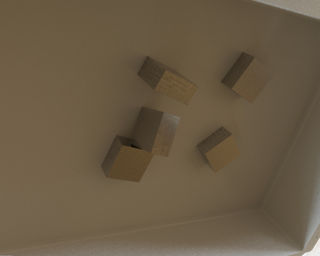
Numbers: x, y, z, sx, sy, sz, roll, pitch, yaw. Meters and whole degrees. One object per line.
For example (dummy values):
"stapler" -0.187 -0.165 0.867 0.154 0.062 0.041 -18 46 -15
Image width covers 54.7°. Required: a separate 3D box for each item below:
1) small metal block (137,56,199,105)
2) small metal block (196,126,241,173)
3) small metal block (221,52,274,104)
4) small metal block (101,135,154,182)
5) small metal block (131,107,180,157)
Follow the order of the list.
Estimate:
"small metal block" 0.009 -0.056 0.363 0.050 0.050 0.025 20 108 -36
"small metal block" 0.092 0.034 0.479 0.050 0.025 0.050 -36 129 -5
"small metal block" 0.122 -0.069 0.432 0.050 0.025 0.050 27 104 -37
"small metal block" -0.043 0.042 0.411 0.050 0.025 0.050 16 110 -35
"small metal block" -0.007 0.004 0.382 0.025 0.050 0.050 17 91 -35
